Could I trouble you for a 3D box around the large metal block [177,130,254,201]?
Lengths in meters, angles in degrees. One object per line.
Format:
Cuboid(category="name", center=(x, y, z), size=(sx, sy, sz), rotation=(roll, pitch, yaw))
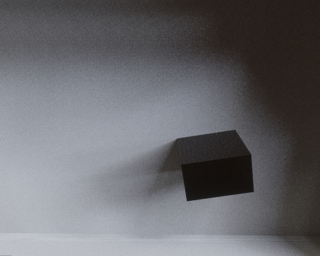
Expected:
Cuboid(category="large metal block", center=(0.068, 0.045, 0.399), size=(0.080, 0.080, 0.050), rotation=(-9, 110, 3))
